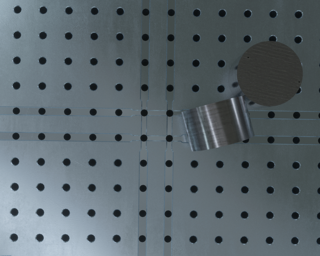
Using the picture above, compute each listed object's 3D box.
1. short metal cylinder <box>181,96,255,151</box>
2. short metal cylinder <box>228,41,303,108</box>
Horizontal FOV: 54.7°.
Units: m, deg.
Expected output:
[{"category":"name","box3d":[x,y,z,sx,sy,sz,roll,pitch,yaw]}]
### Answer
[{"category":"short metal cylinder","box3d":[0.071,-0.006,0.386,0.080,0.080,0.050,-15,90,0]},{"category":"short metal cylinder","box3d":[0.134,-0.066,0.402,0.081,0.050,0.079,0,90,0]}]
